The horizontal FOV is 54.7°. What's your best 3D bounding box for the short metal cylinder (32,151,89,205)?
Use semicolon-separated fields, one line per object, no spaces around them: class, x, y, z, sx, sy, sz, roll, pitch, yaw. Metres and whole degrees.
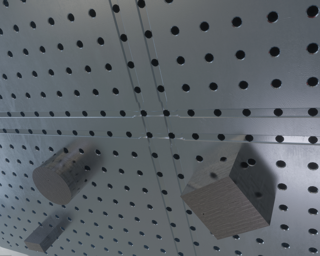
short metal cylinder;-0.172;0.086;0.539;0.080;0.050;0.079;13;124;21

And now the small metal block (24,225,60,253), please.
small metal block;-0.259;0.242;0.682;0.050;0.050;0.025;-4;117;30

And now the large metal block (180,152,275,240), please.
large metal block;0.089;0.091;0.405;0.080;0.050;0.080;-34;100;38
